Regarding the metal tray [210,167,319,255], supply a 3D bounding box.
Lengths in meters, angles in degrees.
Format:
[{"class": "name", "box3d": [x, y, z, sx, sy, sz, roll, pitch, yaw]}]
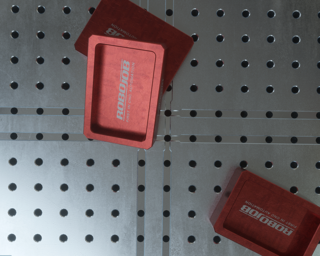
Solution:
[{"class": "metal tray", "box3d": [0.145, 0.121, 0.412, 0.131, 0.030, 0.090, 27, 90, -1]}]

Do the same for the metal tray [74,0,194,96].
[{"class": "metal tray", "box3d": [-0.033, -0.108, 0.410, 0.130, 0.030, 0.090, 31, 90, -1]}]

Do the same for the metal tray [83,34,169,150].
[{"class": "metal tray", "box3d": [-0.044, -0.045, 0.384, 0.090, 0.030, 0.129, 10, 109, 7]}]
